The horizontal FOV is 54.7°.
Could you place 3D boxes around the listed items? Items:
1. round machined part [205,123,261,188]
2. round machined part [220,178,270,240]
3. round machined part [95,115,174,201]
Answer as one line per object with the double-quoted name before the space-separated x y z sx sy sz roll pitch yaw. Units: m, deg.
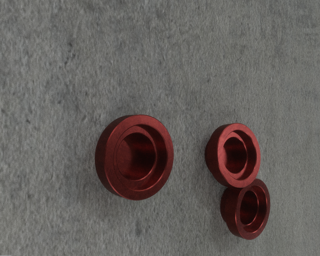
"round machined part" 0.109 0.043 0.482 0.099 0.042 0.097 6 80 -35
"round machined part" 0.137 0.130 0.512 0.099 0.042 0.097 0 91 -40
"round machined part" -0.034 0.033 0.367 0.099 0.042 0.097 0 90 -40
